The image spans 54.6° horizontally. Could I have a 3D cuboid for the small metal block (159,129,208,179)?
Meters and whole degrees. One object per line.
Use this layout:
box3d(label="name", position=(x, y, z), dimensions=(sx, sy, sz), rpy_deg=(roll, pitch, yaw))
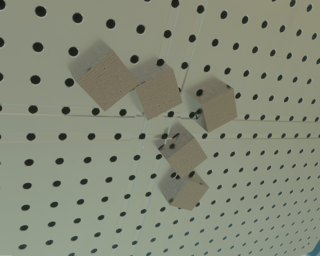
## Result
box3d(label="small metal block", position=(0.035, 0.038, 0.453), dimensions=(0.050, 0.025, 0.050), rpy_deg=(-38, 129, -3))

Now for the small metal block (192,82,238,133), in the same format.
box3d(label="small metal block", position=(0.078, -0.029, 0.435), dimensions=(0.050, 0.025, 0.050), rpy_deg=(-28, 128, -11))

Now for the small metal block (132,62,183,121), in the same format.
box3d(label="small metal block", position=(-0.005, -0.045, 0.380), dimensions=(0.050, 0.025, 0.050), rpy_deg=(-28, 128, -11))

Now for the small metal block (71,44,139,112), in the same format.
box3d(label="small metal block", position=(-0.060, -0.055, 0.344), dimensions=(0.050, 0.025, 0.050), rpy_deg=(-40, 129, -1))

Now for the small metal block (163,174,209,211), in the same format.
box3d(label="small metal block", position=(0.042, 0.101, 0.496), dimensions=(0.050, 0.025, 0.050), rpy_deg=(25, 105, -37))
